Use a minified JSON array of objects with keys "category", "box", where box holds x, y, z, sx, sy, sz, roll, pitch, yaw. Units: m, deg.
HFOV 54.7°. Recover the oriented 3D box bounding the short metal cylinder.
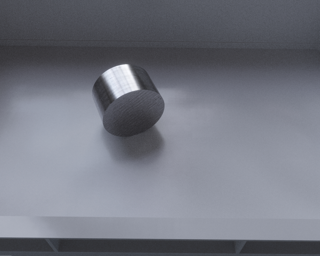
[{"category":"short metal cylinder","box":[-0.041,-0.034,0.398,0.081,0.080,0.050,-17,53,-15]}]
